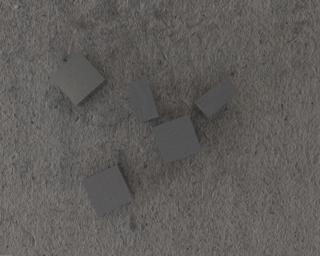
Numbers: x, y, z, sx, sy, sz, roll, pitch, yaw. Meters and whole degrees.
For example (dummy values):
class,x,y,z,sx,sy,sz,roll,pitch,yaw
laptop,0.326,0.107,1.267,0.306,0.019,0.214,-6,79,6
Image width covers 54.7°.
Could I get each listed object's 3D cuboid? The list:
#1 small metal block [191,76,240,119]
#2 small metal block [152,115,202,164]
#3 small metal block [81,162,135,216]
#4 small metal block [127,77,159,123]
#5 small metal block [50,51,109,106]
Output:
class,x,y,z,sx,sy,sz,roll,pitch,yaw
small metal block,0.069,-0.037,0.398,0.050,0.050,0.025,-41,90,0
small metal block,0.022,0.014,0.410,0.050,0.025,0.050,-20,90,0
small metal block,-0.067,0.080,0.409,0.050,0.025,0.050,-25,90,0
small metal block,-0.020,-0.034,0.397,0.025,0.050,0.050,-17,90,0
small metal block,-0.106,-0.064,0.409,0.050,0.025,0.050,-42,90,0
